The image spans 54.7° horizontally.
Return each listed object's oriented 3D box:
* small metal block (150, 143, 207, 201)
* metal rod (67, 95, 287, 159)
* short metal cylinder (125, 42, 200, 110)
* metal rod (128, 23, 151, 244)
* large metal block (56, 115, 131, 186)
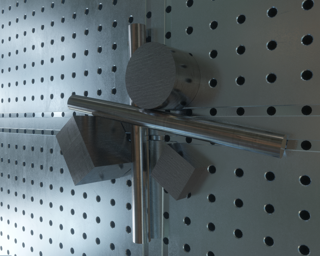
[{"bbox_3d":[0.022,0.054,0.390,0.050,0.025,0.050,40,114,32],"label":"small metal block"},{"bbox_3d":[-0.003,-0.010,0.385,0.300,0.025,0.025,13,98,31],"label":"metal rod"},{"bbox_3d":[0.003,-0.063,0.389,0.080,0.050,0.079,0,90,39],"label":"short metal cylinder"},{"bbox_3d":[-0.028,0.007,0.431,0.025,0.025,0.298,-2,89,39],"label":"metal rod"},{"bbox_3d":[-0.089,0.030,0.443,0.050,0.081,0.080,-42,65,32],"label":"large metal block"}]
